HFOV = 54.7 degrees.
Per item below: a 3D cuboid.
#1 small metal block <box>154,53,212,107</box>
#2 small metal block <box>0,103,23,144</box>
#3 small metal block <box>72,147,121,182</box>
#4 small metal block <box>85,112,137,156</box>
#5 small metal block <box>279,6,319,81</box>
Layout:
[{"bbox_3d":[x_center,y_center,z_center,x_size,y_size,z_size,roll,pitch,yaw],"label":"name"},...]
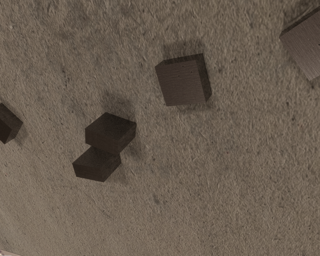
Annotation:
[{"bbox_3d":[0.028,-0.055,0.357,0.050,0.025,0.050,-4,117,29],"label":"small metal block"},{"bbox_3d":[-0.276,-0.007,0.544,0.050,0.025,0.050,44,129,-3],"label":"small metal block"},{"bbox_3d":[-0.095,0.054,0.472,0.050,0.050,0.025,6,121,24],"label":"small metal block"},{"bbox_3d":[-0.067,0.007,0.429,0.050,0.050,0.025,19,126,16],"label":"small metal block"},{"bbox_3d":[0.146,-0.080,0.281,0.050,0.025,0.050,-33,100,38],"label":"small metal block"}]
